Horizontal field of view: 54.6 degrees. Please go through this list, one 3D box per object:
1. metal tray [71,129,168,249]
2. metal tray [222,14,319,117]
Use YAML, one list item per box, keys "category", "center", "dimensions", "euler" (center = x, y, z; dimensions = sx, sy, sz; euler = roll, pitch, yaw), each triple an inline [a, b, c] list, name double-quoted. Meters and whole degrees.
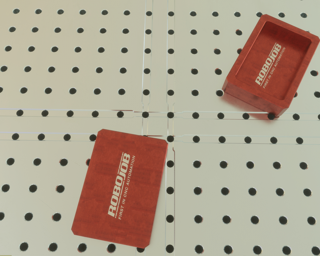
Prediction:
- category: "metal tray"
  center: [-0.045, 0.072, 0.383]
  dimensions: [0.090, 0.030, 0.130]
  euler: [10, 70, 3]
- category: "metal tray"
  center: [0.159, -0.092, 0.443]
  dimensions: [0.090, 0.030, 0.130]
  euler: [28, 72, 10]
